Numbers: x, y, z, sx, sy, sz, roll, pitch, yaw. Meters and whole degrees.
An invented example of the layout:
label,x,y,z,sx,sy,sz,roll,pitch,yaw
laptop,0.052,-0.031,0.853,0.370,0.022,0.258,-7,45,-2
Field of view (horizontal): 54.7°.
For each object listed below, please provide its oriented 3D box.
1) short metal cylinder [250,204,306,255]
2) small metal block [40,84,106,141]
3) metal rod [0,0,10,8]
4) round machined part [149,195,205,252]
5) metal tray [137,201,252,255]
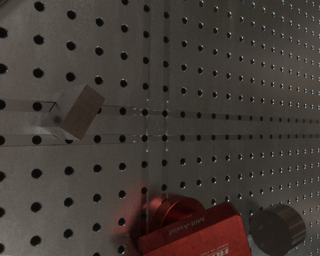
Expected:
label,x,y,z,sx,sy,sz,roll,pitch,yaw
short metal cylinder,0.210,0.181,0.553,0.050,0.080,0.079,-5,93,-40
small metal block,-0.090,-0.016,0.319,0.025,0.050,0.050,40,66,-33
metal rod,-0.094,-0.211,0.330,0.025,0.025,0.300,48,61,-30
round machined part,0.036,0.146,0.431,0.099,0.042,0.097,0,90,-40
metal tray,0.047,0.159,0.399,0.131,0.030,0.090,-21,114,-5
